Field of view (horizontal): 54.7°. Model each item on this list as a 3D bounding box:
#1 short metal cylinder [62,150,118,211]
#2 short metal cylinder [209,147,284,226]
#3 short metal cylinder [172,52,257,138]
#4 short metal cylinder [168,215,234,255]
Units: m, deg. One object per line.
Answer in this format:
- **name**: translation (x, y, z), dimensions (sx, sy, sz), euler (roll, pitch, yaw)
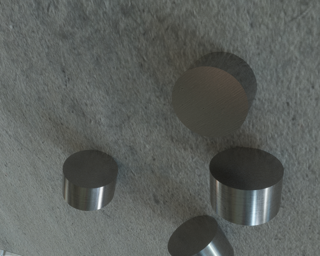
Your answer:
- **short metal cylinder**: translation (-0.107, 0.079, 0.475), dimensions (0.080, 0.080, 0.050), euler (24, 127, 13)
- **short metal cylinder**: translation (0.098, 0.065, 0.359), dimensions (0.080, 0.080, 0.050), euler (8, 122, 24)
- **short metal cylinder**: translation (0.060, -0.037, 0.336), dimensions (0.080, 0.050, 0.079), euler (13, 124, 20)
- **short metal cylinder**: translation (0.058, 0.173, 0.447), dimensions (0.080, 0.080, 0.050), euler (-21, 107, 35)
